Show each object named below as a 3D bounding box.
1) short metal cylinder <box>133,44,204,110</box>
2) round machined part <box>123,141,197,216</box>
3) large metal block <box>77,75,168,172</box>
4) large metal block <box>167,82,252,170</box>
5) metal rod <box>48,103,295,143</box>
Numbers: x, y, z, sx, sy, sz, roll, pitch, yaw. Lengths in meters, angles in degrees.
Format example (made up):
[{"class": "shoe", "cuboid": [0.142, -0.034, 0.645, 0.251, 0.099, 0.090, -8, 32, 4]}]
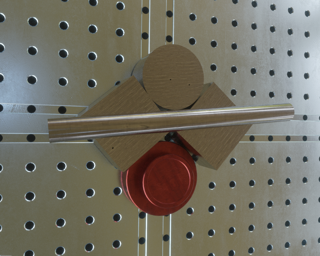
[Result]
[{"class": "short metal cylinder", "cuboid": [0.009, -0.062, 0.399, 0.081, 0.050, 0.079, 0, 90, -20]}, {"class": "round machined part", "cuboid": [0.005, 0.065, 0.401, 0.099, 0.042, 0.097, 0, 90, -20]}, {"class": "large metal block", "cuboid": [-0.045, -0.006, 0.379, 0.080, 0.050, 0.080, -41, 105, -16]}, {"class": "large metal block", "cuboid": [0.062, -0.003, 0.416, 0.080, 0.050, 0.080, 44, 77, -15]}, {"class": "metal rod", "cuboid": [0.029, -0.009, 0.364, 0.303, 0.025, 0.025, -5, 92, -20]}]
